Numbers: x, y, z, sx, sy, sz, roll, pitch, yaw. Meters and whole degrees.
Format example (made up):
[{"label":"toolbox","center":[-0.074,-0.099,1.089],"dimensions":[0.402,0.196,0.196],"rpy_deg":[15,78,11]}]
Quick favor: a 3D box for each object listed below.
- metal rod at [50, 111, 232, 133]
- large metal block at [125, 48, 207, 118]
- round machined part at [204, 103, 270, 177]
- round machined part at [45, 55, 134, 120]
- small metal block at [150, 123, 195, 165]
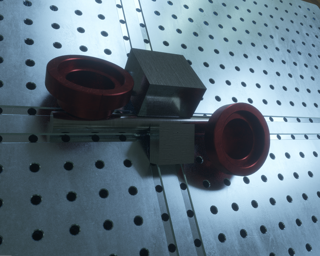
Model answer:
[{"label":"metal rod","center":[0.012,-0.006,0.419],"dimensions":[0.303,0.025,0.025],"rpy_deg":[0,62,-28]},{"label":"large metal block","center":[0.003,-0.060,0.415],"dimensions":[0.081,0.050,0.080],"rpy_deg":[1,43,-28]},{"label":"round machined part","center":[0.101,0.016,0.426],"dimensions":[0.099,0.042,0.097],"rpy_deg":[2,86,-28]},{"label":"round machined part","center":[-0.083,-0.046,0.364],"dimensions":[0.099,0.042,0.098],"rpy_deg":[14,31,-8]},{"label":"small metal block","center":[0.016,0.019,0.392],"dimensions":[0.050,0.025,0.050],"rpy_deg":[1,90,-28]}]
